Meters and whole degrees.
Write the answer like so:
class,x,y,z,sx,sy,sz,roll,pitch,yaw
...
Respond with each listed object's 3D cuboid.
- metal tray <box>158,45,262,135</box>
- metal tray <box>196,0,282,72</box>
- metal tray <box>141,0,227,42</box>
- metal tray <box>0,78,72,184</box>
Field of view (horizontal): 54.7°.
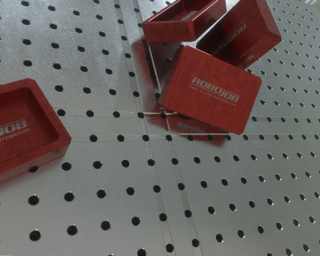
class,x,y,z,sx,sy,sz,roll,pitch,yaw
metal tray,0.073,-0.052,0.447,0.131,0.030,0.090,19,92,-17
metal tray,0.116,-0.134,0.485,0.030,0.129,0.090,11,57,-33
metal tray,0.042,-0.180,0.504,0.090,0.030,0.131,10,41,33
metal tray,-0.169,0.008,0.308,0.131,0.030,0.090,-26,76,-37
